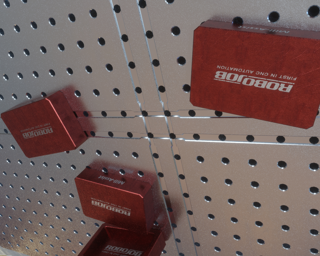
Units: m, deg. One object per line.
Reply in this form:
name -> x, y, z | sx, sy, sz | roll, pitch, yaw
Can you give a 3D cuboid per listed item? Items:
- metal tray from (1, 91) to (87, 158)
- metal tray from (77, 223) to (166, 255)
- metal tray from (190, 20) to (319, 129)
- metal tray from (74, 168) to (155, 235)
metal tray -> -0.192, -0.002, 0.509 | 0.130, 0.030, 0.090 | -11, 113, 33
metal tray -> -0.067, 0.213, 0.536 | 0.130, 0.090, 0.030 | -2, 117, 29
metal tray -> 0.099, -0.057, 0.321 | 0.130, 0.030, 0.089 | 14, 124, 20
metal tray -> -0.076, 0.123, 0.525 | 0.130, 0.030, 0.089 | 10, 123, 23
